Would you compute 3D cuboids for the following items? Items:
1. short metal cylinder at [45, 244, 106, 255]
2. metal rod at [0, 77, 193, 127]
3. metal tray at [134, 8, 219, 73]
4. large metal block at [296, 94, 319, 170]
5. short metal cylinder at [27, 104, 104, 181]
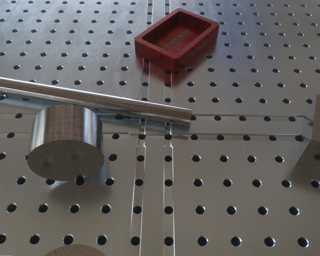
[{"bbox_3d":[-0.073,0.149,0.266,0.081,0.050,0.080,0,50,0],"label":"short metal cylinder"},{"bbox_3d":[-0.105,-0.040,0.439,0.302,0.025,0.025,10,51,8],"label":"metal rod"},{"bbox_3d":[0.030,-0.154,0.534,0.090,0.030,0.131,31,56,23],"label":"metal tray"},{"bbox_3d":[0.224,0.012,0.384,0.080,0.050,0.080,17,52,14],"label":"large metal block"},{"bbox_3d":[-0.106,0.019,0.355,0.081,0.080,0.050,-7,51,-6],"label":"short metal cylinder"}]
